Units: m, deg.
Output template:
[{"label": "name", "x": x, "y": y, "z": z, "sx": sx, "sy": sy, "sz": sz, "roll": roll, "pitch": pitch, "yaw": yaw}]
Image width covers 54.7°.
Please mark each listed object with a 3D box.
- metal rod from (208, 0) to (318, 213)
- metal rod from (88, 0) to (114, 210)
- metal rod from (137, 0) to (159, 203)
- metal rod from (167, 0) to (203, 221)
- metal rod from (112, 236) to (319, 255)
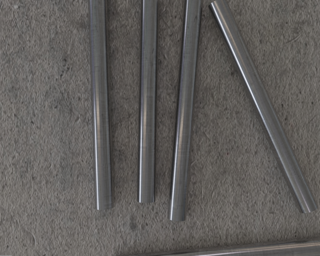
[{"label": "metal rod", "x": 0.136, "y": -0.029, "z": 0.410, "sx": 0.025, "sy": 0.025, "sz": 0.299, "roll": -24, "pitch": 90, "yaw": 0}, {"label": "metal rod", "x": -0.078, "y": -0.044, "z": 0.409, "sx": 0.025, "sy": 0.025, "sz": 0.298, "roll": -2, "pitch": 90, "yaw": 0}, {"label": "metal rod", "x": -0.015, "y": -0.053, "z": 0.409, "sx": 0.025, "sy": 0.025, "sz": 0.298, "roll": 1, "pitch": 90, "yaw": 0}, {"label": "metal rod", "x": 0.034, "y": -0.029, "z": 0.409, "sx": 0.025, "sy": 0.025, "sz": 0.298, "roll": 4, "pitch": 90, "yaw": 0}, {"label": "metal rod", "x": 0.088, "y": 0.169, "z": 0.410, "sx": 0.302, "sy": 0.025, "sz": 0.025, "roll": -5, "pitch": 90, "yaw": 0}]
